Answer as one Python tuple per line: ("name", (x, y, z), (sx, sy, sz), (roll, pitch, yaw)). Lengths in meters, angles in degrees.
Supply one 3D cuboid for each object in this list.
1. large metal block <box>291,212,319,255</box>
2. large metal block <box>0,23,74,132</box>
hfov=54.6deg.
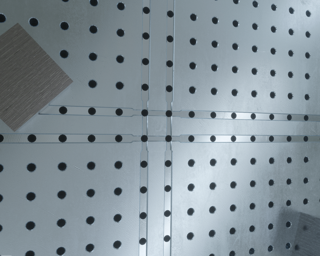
("large metal block", (0.258, 0.184, 0.478), (0.050, 0.080, 0.080), (17, 85, -19))
("large metal block", (-0.156, -0.052, 0.342), (0.080, 0.050, 0.080), (-45, 104, -14))
